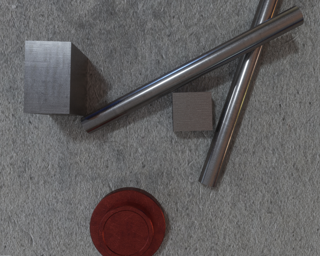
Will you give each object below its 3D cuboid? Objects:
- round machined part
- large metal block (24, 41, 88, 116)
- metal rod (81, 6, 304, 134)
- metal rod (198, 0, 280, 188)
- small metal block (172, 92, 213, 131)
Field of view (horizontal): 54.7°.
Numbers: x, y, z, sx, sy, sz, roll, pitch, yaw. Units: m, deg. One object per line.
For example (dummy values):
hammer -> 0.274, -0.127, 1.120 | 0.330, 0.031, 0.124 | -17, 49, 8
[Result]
round machined part -> -0.042, 0.129, 0.401 | 0.099, 0.042, 0.097 | 0, 90, -1
large metal block -> -0.124, -0.056, 0.381 | 0.050, 0.080, 0.079 | 1, 90, 0
metal rod -> 0.036, -0.071, 0.395 | 0.301, 0.025, 0.025 | -27, 90, 5
metal rod -> 0.111, -0.067, 0.411 | 0.025, 0.025, 0.298 | 19, 90, -1
small metal block -> 0.042, -0.021, 0.411 | 0.050, 0.025, 0.050 | -2, 90, -1
